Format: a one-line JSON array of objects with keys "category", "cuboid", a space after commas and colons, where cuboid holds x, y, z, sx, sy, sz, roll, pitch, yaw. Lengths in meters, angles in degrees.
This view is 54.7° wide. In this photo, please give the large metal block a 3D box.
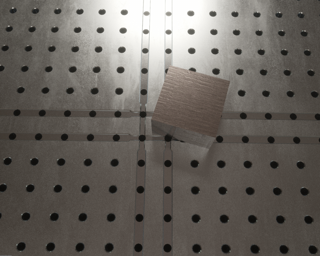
[{"category": "large metal block", "cuboid": [0.039, -0.027, 0.409, 0.080, 0.050, 0.080, 16, 71, 5]}]
